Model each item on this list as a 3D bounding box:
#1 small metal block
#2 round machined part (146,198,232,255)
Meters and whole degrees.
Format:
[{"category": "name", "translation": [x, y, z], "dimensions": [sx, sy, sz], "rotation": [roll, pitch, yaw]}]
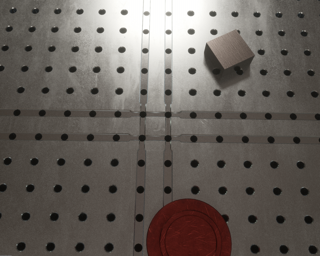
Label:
[{"category": "small metal block", "translation": [0.100, -0.109, 0.453], "dimensions": [0.050, 0.025, 0.050], "rotation": [-26, 72, -10]}, {"category": "round machined part", "translation": [0.034, 0.131, 0.355], "dimensions": [0.099, 0.042, 0.098], "rotation": [0, 70, -1]}]
